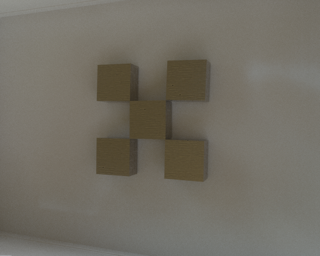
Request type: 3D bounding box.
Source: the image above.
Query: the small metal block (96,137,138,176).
[{"bbox_3d":[-0.060,0.039,0.429,0.050,0.025,0.050,1,90,20],"label":"small metal block"}]

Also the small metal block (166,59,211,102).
[{"bbox_3d":[0.036,-0.059,0.395,0.050,0.025,0.050,3,91,20],"label":"small metal block"}]

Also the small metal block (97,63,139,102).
[{"bbox_3d":[-0.058,-0.061,0.429,0.050,0.025,0.050,2,91,20],"label":"small metal block"}]

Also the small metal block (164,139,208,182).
[{"bbox_3d":[0.034,0.040,0.396,0.050,0.025,0.050,1,91,20],"label":"small metal block"}]

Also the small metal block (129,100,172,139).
[{"bbox_3d":[-0.012,-0.011,0.412,0.050,0.025,0.050,1,90,20],"label":"small metal block"}]
